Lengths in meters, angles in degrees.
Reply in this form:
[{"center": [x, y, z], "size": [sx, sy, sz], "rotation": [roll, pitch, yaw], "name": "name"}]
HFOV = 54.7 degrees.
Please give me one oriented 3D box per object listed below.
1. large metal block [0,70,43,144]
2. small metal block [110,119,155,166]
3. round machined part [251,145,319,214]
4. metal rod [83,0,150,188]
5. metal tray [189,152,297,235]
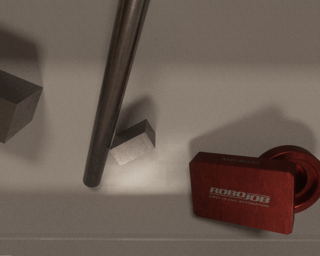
[{"center": [-0.199, -0.033, 0.367], "size": [0.080, 0.080, 0.050], "rotation": [23, 108, -9], "name": "large metal block"}, {"center": [-0.034, 0.017, 0.404], "size": [0.050, 0.050, 0.025], "rotation": [-27, 108, 9], "name": "small metal block"}, {"center": [0.171, 0.068, 0.430], "size": [0.099, 0.042, 0.097], "rotation": [0, 110, -1], "name": "round machined part"}, {"center": [-0.055, -0.026, 0.338], "size": [0.025, 0.025, 0.298], "rotation": [17, 133, -7], "name": "metal rod"}, {"center": [0.108, 0.083, 0.411], "size": [0.130, 0.030, 0.089], "rotation": [4, 113, 27], "name": "metal tray"}]
